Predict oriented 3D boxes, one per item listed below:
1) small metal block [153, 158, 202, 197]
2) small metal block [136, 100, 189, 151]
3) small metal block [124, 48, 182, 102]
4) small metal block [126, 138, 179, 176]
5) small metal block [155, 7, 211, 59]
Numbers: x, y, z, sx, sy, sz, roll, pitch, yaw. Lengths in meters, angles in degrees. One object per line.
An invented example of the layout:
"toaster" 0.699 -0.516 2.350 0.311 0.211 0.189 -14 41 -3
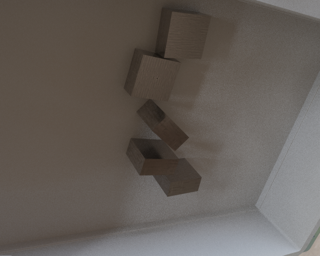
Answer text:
"small metal block" 0.024 0.070 0.451 0.050 0.050 0.025 -4 120 -27
"small metal block" 0.003 -0.004 0.393 0.025 0.050 0.050 -45 130 2
"small metal block" -0.009 -0.062 0.367 0.050 0.025 0.050 5 116 -31
"small metal block" -0.011 0.038 0.412 0.050 0.050 0.025 4 116 -31
"small metal block" 0.026 -0.108 0.357 0.050 0.025 0.050 -4 120 -27
